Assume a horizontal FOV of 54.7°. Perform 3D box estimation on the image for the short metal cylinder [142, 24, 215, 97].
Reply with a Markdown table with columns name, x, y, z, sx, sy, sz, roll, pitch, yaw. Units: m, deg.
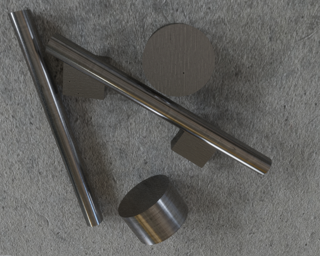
| name | x | y | z | sx | sy | sz | roll | pitch | yaw |
| --- | --- | --- | --- | --- | --- | --- | --- | --- | --- |
| short metal cylinder | 0.021 | -0.082 | 0.366 | 0.081 | 0.050 | 0.079 | 0 | 110 | 0 |

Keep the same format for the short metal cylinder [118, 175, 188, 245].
| name | x | y | z | sx | sy | sz | roll | pitch | yaw |
| --- | --- | --- | --- | --- | --- | --- | --- | --- | --- |
| short metal cylinder | -0.009 | 0.109 | 0.421 | 0.080 | 0.080 | 0.050 | -30 | 108 | 10 |

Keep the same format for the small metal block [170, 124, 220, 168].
| name | x | y | z | sx | sy | sz | roll | pitch | yaw |
| --- | --- | --- | --- | --- | --- | --- | --- | --- | --- |
| small metal block | 0.049 | 0.018 | 0.417 | 0.050 | 0.025 | 0.050 | 32 | 107 | -11 |

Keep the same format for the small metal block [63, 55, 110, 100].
| name | x | y | z | sx | sy | sz | roll | pitch | yaw |
| --- | --- | --- | --- | --- | --- | --- | --- | --- | --- |
| small metal block | -0.091 | -0.065 | 0.385 | 0.050 | 0.025 | 0.050 | 7 | 110 | -3 |

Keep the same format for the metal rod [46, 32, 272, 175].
| name | x | y | z | sx | sy | sz | roll | pitch | yaw |
| --- | --- | --- | --- | --- | --- | --- | --- | --- | --- |
| metal rod | 0.008 | -0.023 | 0.374 | 0.301 | 0.025 | 0.025 | 30 | 107 | -11 |

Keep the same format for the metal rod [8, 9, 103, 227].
| name | x | y | z | sx | sy | sz | roll | pitch | yaw |
| --- | --- | --- | --- | --- | --- | --- | --- | --- | --- |
| metal rod | -0.130 | 0.002 | 0.409 | 0.025 | 0.025 | 0.298 | -12 | 110 | 4 |
